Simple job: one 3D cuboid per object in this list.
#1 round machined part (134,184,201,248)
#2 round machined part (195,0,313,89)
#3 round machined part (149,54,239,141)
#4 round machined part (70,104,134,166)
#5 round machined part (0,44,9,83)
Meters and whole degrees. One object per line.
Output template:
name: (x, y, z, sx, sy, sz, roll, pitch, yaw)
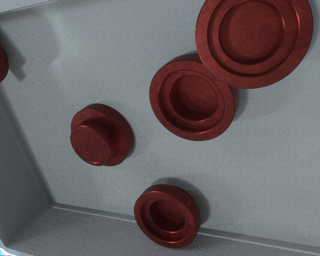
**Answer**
round machined part: (0.014, 0.126, 0.461, 0.098, 0.042, 0.097, 10, 116, 22)
round machined part: (0.083, -0.088, 0.287, 0.098, 0.042, 0.097, 3, 109, 10)
round machined part: (0.041, -0.037, 0.352, 0.098, 0.042, 0.097, 13, 124, 20)
round machined part: (-0.091, 0.017, 0.454, 0.098, 0.042, 0.097, 13, 124, 20)
round machined part: (-0.262, -0.102, 0.434, 0.042, 0.098, 0.098, -25, 105, 37)
